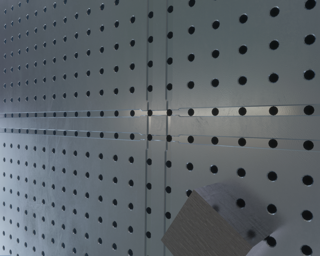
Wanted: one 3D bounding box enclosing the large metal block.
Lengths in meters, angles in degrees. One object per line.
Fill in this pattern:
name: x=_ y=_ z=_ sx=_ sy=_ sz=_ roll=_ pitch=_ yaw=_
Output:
large metal block: x=0.060 y=0.121 z=0.344 sx=0.080 sy=0.050 sz=0.080 roll=42 pitch=116 yaw=31
